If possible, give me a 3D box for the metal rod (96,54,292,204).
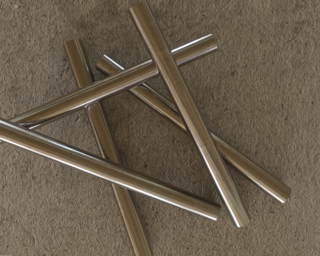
[{"bbox_3d":[0.044,0.001,0.410,0.301,0.025,0.025,36,90,0],"label":"metal rod"}]

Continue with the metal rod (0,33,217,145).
[{"bbox_3d":[-0.073,-0.047,0.383,0.301,0.025,0.025,-23,90,0],"label":"metal rod"}]

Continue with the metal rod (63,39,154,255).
[{"bbox_3d":[-0.068,0.029,0.409,0.025,0.025,0.299,-19,90,0],"label":"metal rod"}]

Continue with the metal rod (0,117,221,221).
[{"bbox_3d":[-0.062,0.053,0.381,0.302,0.025,0.025,23,90,-11],"label":"metal rod"}]

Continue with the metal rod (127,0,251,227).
[{"bbox_3d":[0.042,-0.006,0.377,0.025,0.025,0.299,-27,104,0],"label":"metal rod"}]
